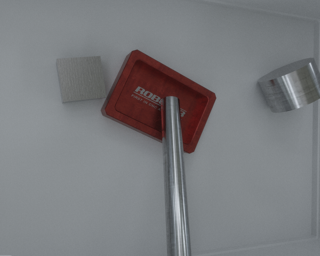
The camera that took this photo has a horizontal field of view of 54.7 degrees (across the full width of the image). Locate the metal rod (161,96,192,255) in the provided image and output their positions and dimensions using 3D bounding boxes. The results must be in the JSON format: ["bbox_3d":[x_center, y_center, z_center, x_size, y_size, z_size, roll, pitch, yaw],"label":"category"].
[{"bbox_3d":[0.019,0.098,0.335,0.025,0.025,0.299,9,60,-20],"label":"metal rod"}]

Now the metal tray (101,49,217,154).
[{"bbox_3d":[0.001,-0.032,0.408,0.131,0.030,0.090,26,81,-19],"label":"metal tray"}]

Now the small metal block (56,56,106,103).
[{"bbox_3d":[-0.096,-0.058,0.376,0.050,0.025,0.050,-9,93,-20],"label":"small metal block"}]

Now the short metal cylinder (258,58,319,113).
[{"bbox_3d":[0.193,-0.063,0.455,0.080,0.080,0.050,-29,100,-18],"label":"short metal cylinder"}]
